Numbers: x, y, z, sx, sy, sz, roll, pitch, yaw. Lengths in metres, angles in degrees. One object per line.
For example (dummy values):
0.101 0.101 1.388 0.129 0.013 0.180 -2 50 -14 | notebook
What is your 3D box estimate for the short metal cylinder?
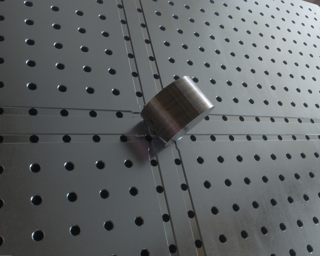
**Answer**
0.022 -0.021 0.396 0.081 0.080 0.050 -32 79 -38 | short metal cylinder
